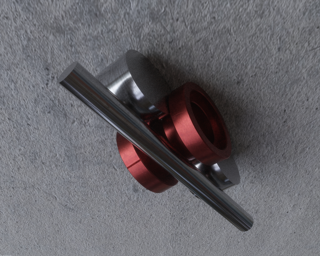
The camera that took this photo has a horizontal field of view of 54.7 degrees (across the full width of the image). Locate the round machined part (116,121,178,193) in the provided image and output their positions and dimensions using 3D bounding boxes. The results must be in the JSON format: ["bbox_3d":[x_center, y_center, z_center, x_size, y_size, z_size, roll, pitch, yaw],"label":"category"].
[{"bbox_3d":[-0.005,0.027,0.382,0.042,0.098,0.098,-34,123,20],"label":"round machined part"}]

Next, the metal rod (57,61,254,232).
[{"bbox_3d":[0.017,0.039,0.338,0.025,0.025,0.300,-33,124,24],"label":"metal rod"}]

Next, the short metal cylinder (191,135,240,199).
[{"bbox_3d":[0.064,0.049,0.415,0.050,0.080,0.080,-32,124,24],"label":"short metal cylinder"}]

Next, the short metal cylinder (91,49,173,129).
[{"bbox_3d":[-0.028,-0.038,0.339,0.050,0.080,0.080,-32,124,24],"label":"short metal cylinder"}]

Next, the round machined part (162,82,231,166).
[{"bbox_3d":[0.040,-0.001,0.361,0.042,0.098,0.098,-29,125,28],"label":"round machined part"}]
